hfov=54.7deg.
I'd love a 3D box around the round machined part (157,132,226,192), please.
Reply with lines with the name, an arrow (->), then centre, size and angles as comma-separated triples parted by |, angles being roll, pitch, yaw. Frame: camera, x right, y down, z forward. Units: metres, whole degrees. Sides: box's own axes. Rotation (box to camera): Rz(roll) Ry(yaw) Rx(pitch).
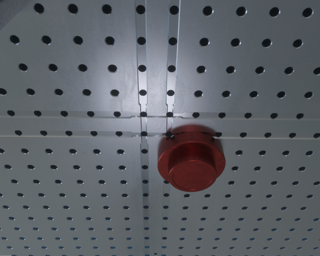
round machined part -> 0.046, 0.056, 0.448 | 0.099, 0.042, 0.097 | 0, 130, 0

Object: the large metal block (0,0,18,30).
large metal block -> -0.176, -0.142, 0.273 | 0.081, 0.050, 0.079 | 12, 129, -11
